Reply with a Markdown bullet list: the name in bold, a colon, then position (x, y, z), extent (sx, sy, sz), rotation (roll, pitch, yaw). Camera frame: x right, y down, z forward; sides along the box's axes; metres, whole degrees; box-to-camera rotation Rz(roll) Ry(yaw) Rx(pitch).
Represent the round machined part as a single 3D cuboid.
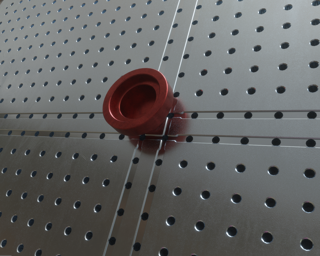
- **round machined part**: position (-0.026, -0.032, 0.429), extent (0.098, 0.042, 0.098), rotation (-13, 56, 20)
